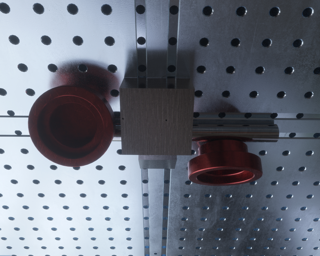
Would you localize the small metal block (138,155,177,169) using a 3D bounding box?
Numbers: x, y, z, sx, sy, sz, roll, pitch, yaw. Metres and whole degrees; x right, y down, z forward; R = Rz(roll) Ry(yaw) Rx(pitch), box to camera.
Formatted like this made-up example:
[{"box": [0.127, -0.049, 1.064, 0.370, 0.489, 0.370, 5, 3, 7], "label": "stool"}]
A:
[{"box": [-0.003, 0.039, 0.432, 0.050, 0.025, 0.050, 0, 159, -1], "label": "small metal block"}]

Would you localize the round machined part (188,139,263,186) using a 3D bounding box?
[{"box": [0.087, 0.047, 0.425, 0.099, 0.042, 0.098, 0, 156, 0], "label": "round machined part"}]

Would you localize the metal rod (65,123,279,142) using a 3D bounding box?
[{"box": [0.006, 0.006, 0.418, 0.302, 0.025, 0.025, 0, 130, -1], "label": "metal rod"}]

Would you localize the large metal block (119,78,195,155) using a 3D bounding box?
[{"box": [-0.004, -0.015, 0.368, 0.081, 0.050, 0.079, 0, 112, -1], "label": "large metal block"}]

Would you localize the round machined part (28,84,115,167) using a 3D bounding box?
[{"box": [-0.103, -0.005, 0.378, 0.099, 0.042, 0.097, 0, 104, -1], "label": "round machined part"}]
